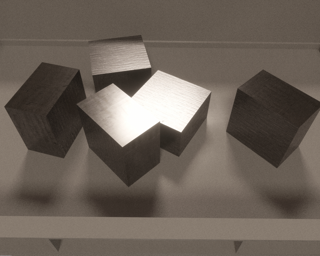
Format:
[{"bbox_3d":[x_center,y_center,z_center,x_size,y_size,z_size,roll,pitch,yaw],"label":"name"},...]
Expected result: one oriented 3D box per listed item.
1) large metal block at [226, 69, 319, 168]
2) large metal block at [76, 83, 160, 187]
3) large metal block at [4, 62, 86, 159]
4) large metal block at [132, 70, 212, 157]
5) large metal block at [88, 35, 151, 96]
[{"bbox_3d":[0.135,-0.011,0.380,0.050,0.080,0.080,-36,59,-26],"label":"large metal block"},{"bbox_3d":[-0.046,0.009,0.362,0.050,0.080,0.080,-36,59,-26],"label":"large metal block"},{"bbox_3d":[-0.133,-0.022,0.386,0.050,0.080,0.080,13,51,10],"label":"large metal block"},{"bbox_3d":[0.011,-0.021,0.407,0.080,0.050,0.080,25,54,19],"label":"large metal block"},{"bbox_3d":[-0.060,-0.091,0.465,0.081,0.050,0.080,-9,51,-8],"label":"large metal block"}]
